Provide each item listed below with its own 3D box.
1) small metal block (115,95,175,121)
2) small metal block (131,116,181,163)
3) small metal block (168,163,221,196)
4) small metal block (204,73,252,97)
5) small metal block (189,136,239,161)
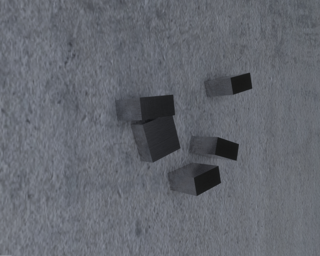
[{"bbox_3d":[-0.018,-0.025,0.375,0.050,0.050,0.025,-10,97,-40],"label":"small metal block"},{"bbox_3d":[-0.005,0.011,0.403,0.050,0.025,0.050,-24,105,-38],"label":"small metal block"},{"bbox_3d":[0.048,0.070,0.431,0.050,0.050,0.025,-17,101,-39],"label":"small metal block"},{"bbox_3d":[0.106,-0.067,0.480,0.050,0.050,0.025,-19,103,-39],"label":"small metal block"},{"bbox_3d":[0.080,0.030,0.458,0.050,0.050,0.025,17,79,-39],"label":"small metal block"}]
